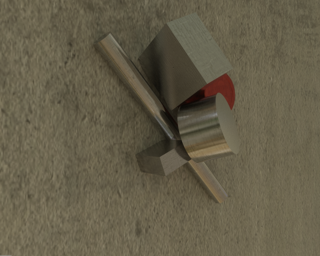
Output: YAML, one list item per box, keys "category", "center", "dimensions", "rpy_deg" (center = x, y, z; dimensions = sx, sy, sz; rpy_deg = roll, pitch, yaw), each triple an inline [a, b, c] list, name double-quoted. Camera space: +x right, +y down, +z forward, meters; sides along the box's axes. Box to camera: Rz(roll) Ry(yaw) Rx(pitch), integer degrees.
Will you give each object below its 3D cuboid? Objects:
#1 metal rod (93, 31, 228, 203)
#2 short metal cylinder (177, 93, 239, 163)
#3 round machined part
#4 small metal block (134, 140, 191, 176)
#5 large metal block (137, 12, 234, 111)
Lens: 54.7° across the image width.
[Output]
- category: "metal rod"
  center: [0.015, 0.003, 0.421]
  dimensions: [0.025, 0.025, 0.300]
  rpy_deg: [-53, 121, -27]
- category: "short metal cylinder"
  center: [0.063, 0.000, 0.397]
  dimensions: [0.080, 0.050, 0.080]
  rpy_deg: [43, 39, -47]
- category: "round machined part"
  center: [0.074, -0.049, 0.459]
  dimensions: [0.099, 0.042, 0.097]
  rpy_deg: [0, 90, -40]
- category: "small metal block"
  center: [0.005, 0.036, 0.397]
  dimensions: [0.050, 0.050, 0.025]
  rpy_deg: [-27, 107, -38]
- category: "large metal block"
  center: [0.028, -0.079, 0.382]
  dimensions: [0.050, 0.080, 0.080]
  rpy_deg: [-33, 89, -34]
